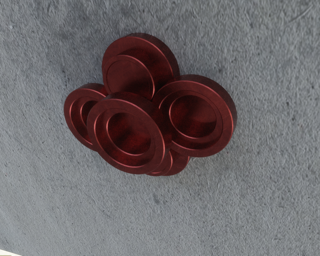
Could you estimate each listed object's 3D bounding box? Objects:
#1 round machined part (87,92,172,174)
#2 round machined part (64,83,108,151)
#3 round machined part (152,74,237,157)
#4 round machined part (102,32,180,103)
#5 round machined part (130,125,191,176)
[{"bbox_3d":[-0.031,0.002,0.359,0.098,0.042,0.097,13,124,20],"label":"round machined part"},{"bbox_3d":[-0.079,-0.017,0.427,0.098,0.042,0.097,13,124,20],"label":"round machined part"},{"bbox_3d":[0.042,-0.017,0.364,0.098,0.042,0.097,13,124,20],"label":"round machined part"},{"bbox_3d":[-0.029,-0.061,0.373,0.098,0.042,0.097,13,124,20],"label":"round machined part"},{"bbox_3d":[-0.007,0.026,0.415,0.098,0.042,0.097,13,124,20],"label":"round machined part"}]
